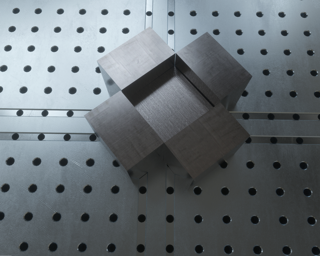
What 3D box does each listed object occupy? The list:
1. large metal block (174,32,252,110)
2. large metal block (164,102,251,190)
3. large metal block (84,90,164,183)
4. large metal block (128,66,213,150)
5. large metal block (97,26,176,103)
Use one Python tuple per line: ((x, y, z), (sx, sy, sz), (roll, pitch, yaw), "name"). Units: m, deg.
((0.064, -0.062, 0.406), (0.050, 0.080, 0.080), (-37, 75, -12), "large metal block")
((0.052, 0.025, 0.375), (0.080, 0.080, 0.050), (-35, 74, -12), "large metal block")
((-0.040, 0.014, 0.377), (0.050, 0.080, 0.080), (-37, 75, -12), "large metal block")
((0.013, -0.019, 0.404), (0.080, 0.050, 0.080), (-37, 73, -10), "large metal block")
((-0.028, -0.072, 0.409), (0.080, 0.080, 0.050), (-37, 74, -12), "large metal block")
